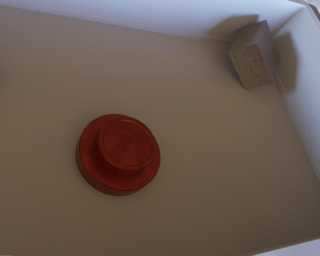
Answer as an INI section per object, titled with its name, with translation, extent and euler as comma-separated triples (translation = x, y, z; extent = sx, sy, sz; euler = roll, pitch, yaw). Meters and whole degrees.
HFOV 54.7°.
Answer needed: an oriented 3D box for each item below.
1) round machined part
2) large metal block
[round machined part]
translation = -0.043, 0.025, 0.357
extent = 0.099, 0.042, 0.098
euler = 14, 56, -21
[large metal block]
translation = 0.166, -0.126, 0.537
extent = 0.080, 0.050, 0.080
euler = 56, 45, -29
